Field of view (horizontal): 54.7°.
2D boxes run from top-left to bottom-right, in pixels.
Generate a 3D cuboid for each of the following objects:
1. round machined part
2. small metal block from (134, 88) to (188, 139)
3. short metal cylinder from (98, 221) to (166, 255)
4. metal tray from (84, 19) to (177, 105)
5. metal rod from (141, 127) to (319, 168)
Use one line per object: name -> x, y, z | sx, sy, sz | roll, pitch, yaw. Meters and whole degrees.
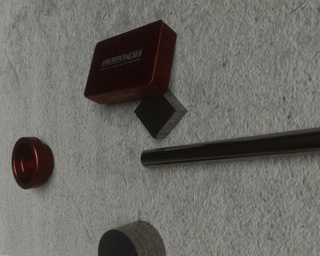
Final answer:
round machined part -> -0.240, 0.065, 0.592 | 0.098, 0.042, 0.097 | 0, 90, 40
small metal block -> 0.000, -0.022, 0.405 | 0.050, 0.025, 0.050 | -52, 60, 27
short metal cylinder -> -0.039, 0.172, 0.421 | 0.080, 0.050, 0.080 | 0, 90, 40
metal tray -> -0.043, -0.085, 0.420 | 0.130, 0.030, 0.090 | -4, 69, 39
metal rod -> 0.097, 0.021, 0.324 | 0.300, 0.025, 0.025 | -10, 83, 39
